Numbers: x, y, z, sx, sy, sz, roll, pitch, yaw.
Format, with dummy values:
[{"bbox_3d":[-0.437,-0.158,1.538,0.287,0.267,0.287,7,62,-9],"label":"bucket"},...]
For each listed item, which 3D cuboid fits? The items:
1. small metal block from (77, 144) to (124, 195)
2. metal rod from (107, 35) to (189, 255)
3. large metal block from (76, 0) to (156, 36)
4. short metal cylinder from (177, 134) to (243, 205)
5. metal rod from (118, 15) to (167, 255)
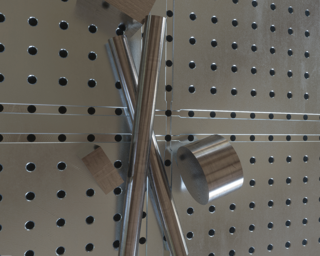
[{"bbox_3d":[-0.073,0.048,0.373,0.025,0.050,0.050,-35,102,-17],"label":"small metal block"},{"bbox_3d":[-0.014,0.029,0.407,0.025,0.025,0.298,-18,96,-19],"label":"metal rod"},{"bbox_3d":[-0.045,-0.175,0.382,0.080,0.050,0.080,28,81,-18],"label":"large metal block"},{"bbox_3d":[0.063,0.054,0.407,0.050,0.080,0.080,-19,97,-19],"label":"short metal cylinder"},{"bbox_3d":[-0.023,0.018,0.380,0.025,0.025,0.298,5,97,-20],"label":"metal rod"}]
